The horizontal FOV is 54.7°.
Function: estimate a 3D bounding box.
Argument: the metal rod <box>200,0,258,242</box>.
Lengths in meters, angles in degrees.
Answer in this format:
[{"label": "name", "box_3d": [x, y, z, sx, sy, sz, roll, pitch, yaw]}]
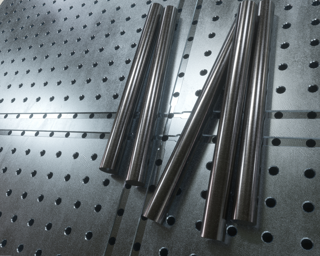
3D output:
[{"label": "metal rod", "box_3d": [0.085, -0.025, 0.363, 0.025, 0.025, 0.299, 2, 67, 29]}]

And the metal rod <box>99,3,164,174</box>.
[{"label": "metal rod", "box_3d": [-0.037, -0.075, 0.471, 0.025, 0.025, 0.300, -1, 61, 27]}]

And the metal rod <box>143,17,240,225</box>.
[{"label": "metal rod", "box_3d": [0.055, -0.024, 0.393, 0.025, 0.025, 0.300, 14, 69, 33]}]

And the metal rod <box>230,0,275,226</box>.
[{"label": "metal rod", "box_3d": [0.115, -0.038, 0.370, 0.025, 0.025, 0.300, 0, 61, 28]}]

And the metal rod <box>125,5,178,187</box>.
[{"label": "metal rod", "box_3d": [-0.006, -0.063, 0.448, 0.025, 0.025, 0.299, -4, 60, 26]}]
